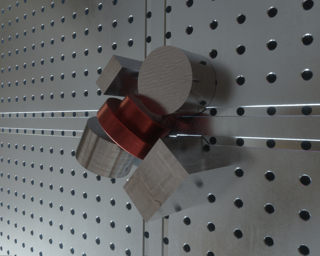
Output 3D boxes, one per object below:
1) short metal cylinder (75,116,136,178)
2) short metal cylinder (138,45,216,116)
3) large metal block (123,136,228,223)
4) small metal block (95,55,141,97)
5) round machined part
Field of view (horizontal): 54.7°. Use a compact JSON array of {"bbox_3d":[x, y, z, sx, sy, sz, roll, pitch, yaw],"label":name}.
[{"bbox_3d":[-0.070,0.025,0.428,0.080,0.081,0.050,38,113,33],"label":"short metal cylinder"},{"bbox_3d":[0.020,-0.055,0.375,0.080,0.050,0.079,0,90,39],"label":"short metal cylinder"},{"bbox_3d":[0.018,0.056,0.357,0.050,0.081,0.080,51,120,27],"label":"large metal block"},{"bbox_3d":[-0.053,-0.071,0.434,0.050,0.050,0.025,-49,61,28],"label":"small metal block"},{"bbox_3d":[-0.024,-0.006,0.380,0.042,0.098,0.098,-49,61,14],"label":"round machined part"}]
